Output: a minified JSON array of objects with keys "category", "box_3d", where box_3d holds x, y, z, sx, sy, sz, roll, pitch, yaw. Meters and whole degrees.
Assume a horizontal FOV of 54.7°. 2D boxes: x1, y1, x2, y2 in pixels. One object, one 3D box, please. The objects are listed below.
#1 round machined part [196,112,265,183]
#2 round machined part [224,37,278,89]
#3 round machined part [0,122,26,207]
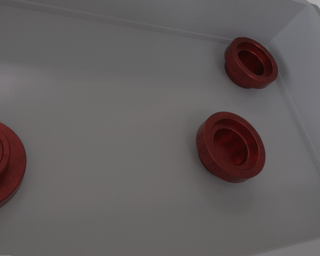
[{"category":"round machined part","box_3d":[0.092,0.029,0.426,0.099,0.042,0.098,14,56,-21]},{"category":"round machined part","box_3d":[0.154,-0.108,0.543,0.099,0.042,0.098,14,56,-21]},{"category":"round machined part","box_3d":[-0.175,0.030,0.282,0.099,0.042,0.098,14,56,-21]}]
